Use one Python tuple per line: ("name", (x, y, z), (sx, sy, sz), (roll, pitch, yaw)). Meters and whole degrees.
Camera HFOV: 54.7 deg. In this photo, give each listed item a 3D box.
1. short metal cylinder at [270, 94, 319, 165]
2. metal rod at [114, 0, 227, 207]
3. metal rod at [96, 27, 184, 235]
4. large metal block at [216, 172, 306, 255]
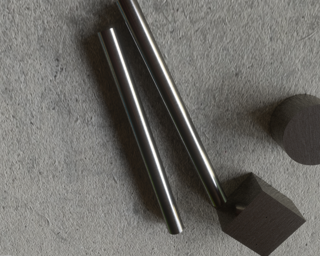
("short metal cylinder", (0.190, 0.001, 0.399), (0.081, 0.050, 0.079), (0, 110, 0))
("metal rod", (0.022, -0.021, 0.401), (0.025, 0.025, 0.299), (-24, 109, 8))
("metal rod", (-0.020, 0.018, 0.416), (0.025, 0.025, 0.298), (-16, 110, 6))
("large metal block", (0.141, 0.125, 0.444), (0.080, 0.050, 0.080), (35, 106, -12))
